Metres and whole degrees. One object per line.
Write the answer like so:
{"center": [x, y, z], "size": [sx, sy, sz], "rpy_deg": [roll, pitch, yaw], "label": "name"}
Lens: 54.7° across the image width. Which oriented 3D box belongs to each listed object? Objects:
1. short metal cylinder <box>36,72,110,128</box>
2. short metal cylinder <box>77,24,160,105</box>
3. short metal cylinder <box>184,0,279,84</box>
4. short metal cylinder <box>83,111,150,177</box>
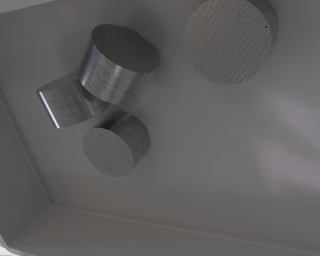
{"center": [-0.113, -0.041, 0.407], "size": [0.080, 0.080, 0.050], "rpy_deg": [-7, 115, 31], "label": "short metal cylinder"}
{"center": [-0.047, -0.072, 0.353], "size": [0.080, 0.080, 0.050], "rpy_deg": [38, 129, 2], "label": "short metal cylinder"}
{"center": [0.070, -0.089, 0.301], "size": [0.080, 0.050, 0.079], "rpy_deg": [13, 124, 21], "label": "short metal cylinder"}
{"center": [-0.061, 0.023, 0.439], "size": [0.080, 0.050, 0.079], "rpy_deg": [13, 124, 21], "label": "short metal cylinder"}
